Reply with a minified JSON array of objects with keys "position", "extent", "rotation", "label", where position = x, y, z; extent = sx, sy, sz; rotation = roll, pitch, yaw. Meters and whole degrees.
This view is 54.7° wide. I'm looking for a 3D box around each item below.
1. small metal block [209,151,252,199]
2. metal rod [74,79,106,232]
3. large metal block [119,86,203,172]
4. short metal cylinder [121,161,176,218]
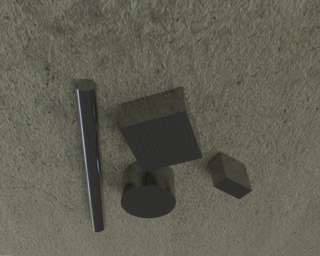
[{"position":[0.102,0.069,0.451],"extent":[0.050,0.050,0.025],"rotation":[28,124,-22],"label":"small metal block"},{"position":[-0.099,0.063,0.459],"extent":[0.025,0.025,0.298],"rotation":[3,130,-3],"label":"metal rod"},{"position":[0.003,0.003,0.394],"extent":[0.080,0.050,0.080],"rotation":[-15,129,11],"label":"large metal block"},{"position":[-0.017,0.093,0.470],"extent":[0.081,0.050,0.079],"rotation":[0,130,0],"label":"short metal cylinder"}]
